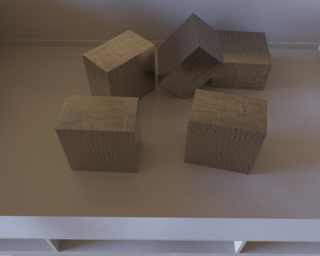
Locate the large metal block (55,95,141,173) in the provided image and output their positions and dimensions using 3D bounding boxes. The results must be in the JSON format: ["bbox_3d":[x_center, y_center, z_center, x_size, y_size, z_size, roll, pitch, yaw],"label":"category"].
[{"bbox_3d":[-0.066,0.009,0.361,0.081,0.080,0.050,2,50,1],"label":"large metal block"}]

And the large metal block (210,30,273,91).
[{"bbox_3d":[0.120,-0.106,0.479,0.080,0.050,0.080,4,50,2],"label":"large metal block"}]

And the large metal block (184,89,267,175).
[{"bbox_3d":[0.075,0.006,0.365,0.080,0.080,0.050,10,51,8],"label":"large metal block"}]

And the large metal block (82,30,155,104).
[{"bbox_3d":[-0.053,-0.077,0.433,0.050,0.080,0.080,37,59,26],"label":"large metal block"}]

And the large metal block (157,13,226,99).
[{"bbox_3d":[0.042,-0.103,0.448,0.050,0.080,0.080,27,42,-30],"label":"large metal block"}]
